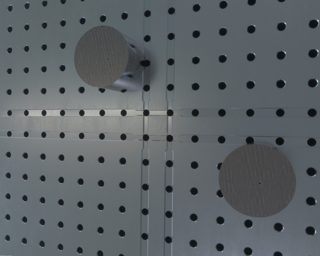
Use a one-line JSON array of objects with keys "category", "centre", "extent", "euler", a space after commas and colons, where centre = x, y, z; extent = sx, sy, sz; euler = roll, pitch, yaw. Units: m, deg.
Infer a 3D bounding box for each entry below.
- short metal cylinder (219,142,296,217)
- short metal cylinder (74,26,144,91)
[{"category": "short metal cylinder", "centre": [0.113, 0.057, 0.359], "extent": [0.080, 0.050, 0.079], "euler": [0, 90, 20]}, {"category": "short metal cylinder", "centre": [-0.068, -0.093, 0.423], "extent": [0.080, 0.050, 0.079], "euler": [0, 90, 20]}]
